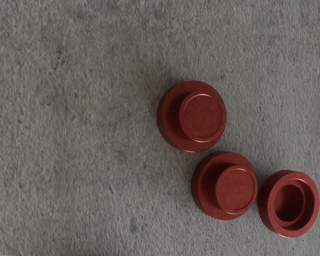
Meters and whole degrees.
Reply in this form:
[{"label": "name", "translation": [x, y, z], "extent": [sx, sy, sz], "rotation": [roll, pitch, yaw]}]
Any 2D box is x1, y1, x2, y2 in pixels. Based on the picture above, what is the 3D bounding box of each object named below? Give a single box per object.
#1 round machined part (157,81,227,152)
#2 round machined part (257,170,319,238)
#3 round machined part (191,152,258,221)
[{"label": "round machined part", "translation": [0.049, -0.016, 0.419], "extent": [0.099, 0.042, 0.097], "rotation": [0, 90, -21]}, {"label": "round machined part", "translation": [0.189, 0.112, 0.472], "extent": [0.099, 0.042, 0.097], "rotation": [0, 90, -21]}, {"label": "round machined part", "translation": [0.098, 0.083, 0.438], "extent": [0.099, 0.042, 0.097], "rotation": [0, 90, -21]}]
